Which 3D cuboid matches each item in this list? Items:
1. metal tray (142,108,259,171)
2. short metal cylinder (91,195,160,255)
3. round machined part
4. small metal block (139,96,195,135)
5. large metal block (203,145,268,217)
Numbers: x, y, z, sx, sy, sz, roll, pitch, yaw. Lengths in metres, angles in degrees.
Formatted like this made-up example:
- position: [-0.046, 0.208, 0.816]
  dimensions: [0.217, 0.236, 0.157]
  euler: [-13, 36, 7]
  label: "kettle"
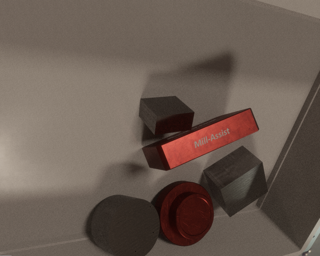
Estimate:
- position: [0.049, 0.015, 0.404]
  dimensions: [0.131, 0.090, 0.030]
  euler: [-22, 91, -16]
  label: "metal tray"
- position: [-0.047, 0.136, 0.429]
  dimensions: [0.081, 0.050, 0.080]
  euler: [4, 84, -38]
  label: "short metal cylinder"
- position: [0.043, 0.132, 0.477]
  dimensions: [0.099, 0.042, 0.097]
  euler: [2, 85, -28]
  label: "round machined part"
- position: [0.007, -0.017, 0.387]
  dimensions: [0.050, 0.050, 0.025]
  euler: [-7, 122, -25]
  label: "small metal block"
- position: [0.128, 0.090, 0.521]
  dimensions: [0.080, 0.050, 0.080]
  euler: [-31, 129, -9]
  label: "large metal block"
